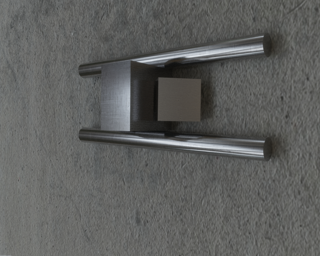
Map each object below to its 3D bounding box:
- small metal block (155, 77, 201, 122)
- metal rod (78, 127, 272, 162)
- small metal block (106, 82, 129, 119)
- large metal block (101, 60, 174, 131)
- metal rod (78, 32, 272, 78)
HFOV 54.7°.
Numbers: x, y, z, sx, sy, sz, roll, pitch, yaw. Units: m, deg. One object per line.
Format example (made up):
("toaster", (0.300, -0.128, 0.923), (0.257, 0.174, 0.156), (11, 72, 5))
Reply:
("small metal block", (0.021, -0.033, 0.370), (0.025, 0.050, 0.050), (-178, 89, -81))
("metal rod", (-0.006, 0.016, 0.410), (0.300, 0.025, 0.025), (3, 92, 39))
("small metal block", (-0.059, -0.037, 0.435), (0.025, 0.050, 0.050), (1, 91, 0))
("large metal block", (-0.027, -0.037, 0.394), (0.050, 0.081, 0.079), (1, 91, 40))
("metal rod", (-0.007, -0.089, 0.410), (0.300, 0.025, 0.025), (2, 91, 39))
